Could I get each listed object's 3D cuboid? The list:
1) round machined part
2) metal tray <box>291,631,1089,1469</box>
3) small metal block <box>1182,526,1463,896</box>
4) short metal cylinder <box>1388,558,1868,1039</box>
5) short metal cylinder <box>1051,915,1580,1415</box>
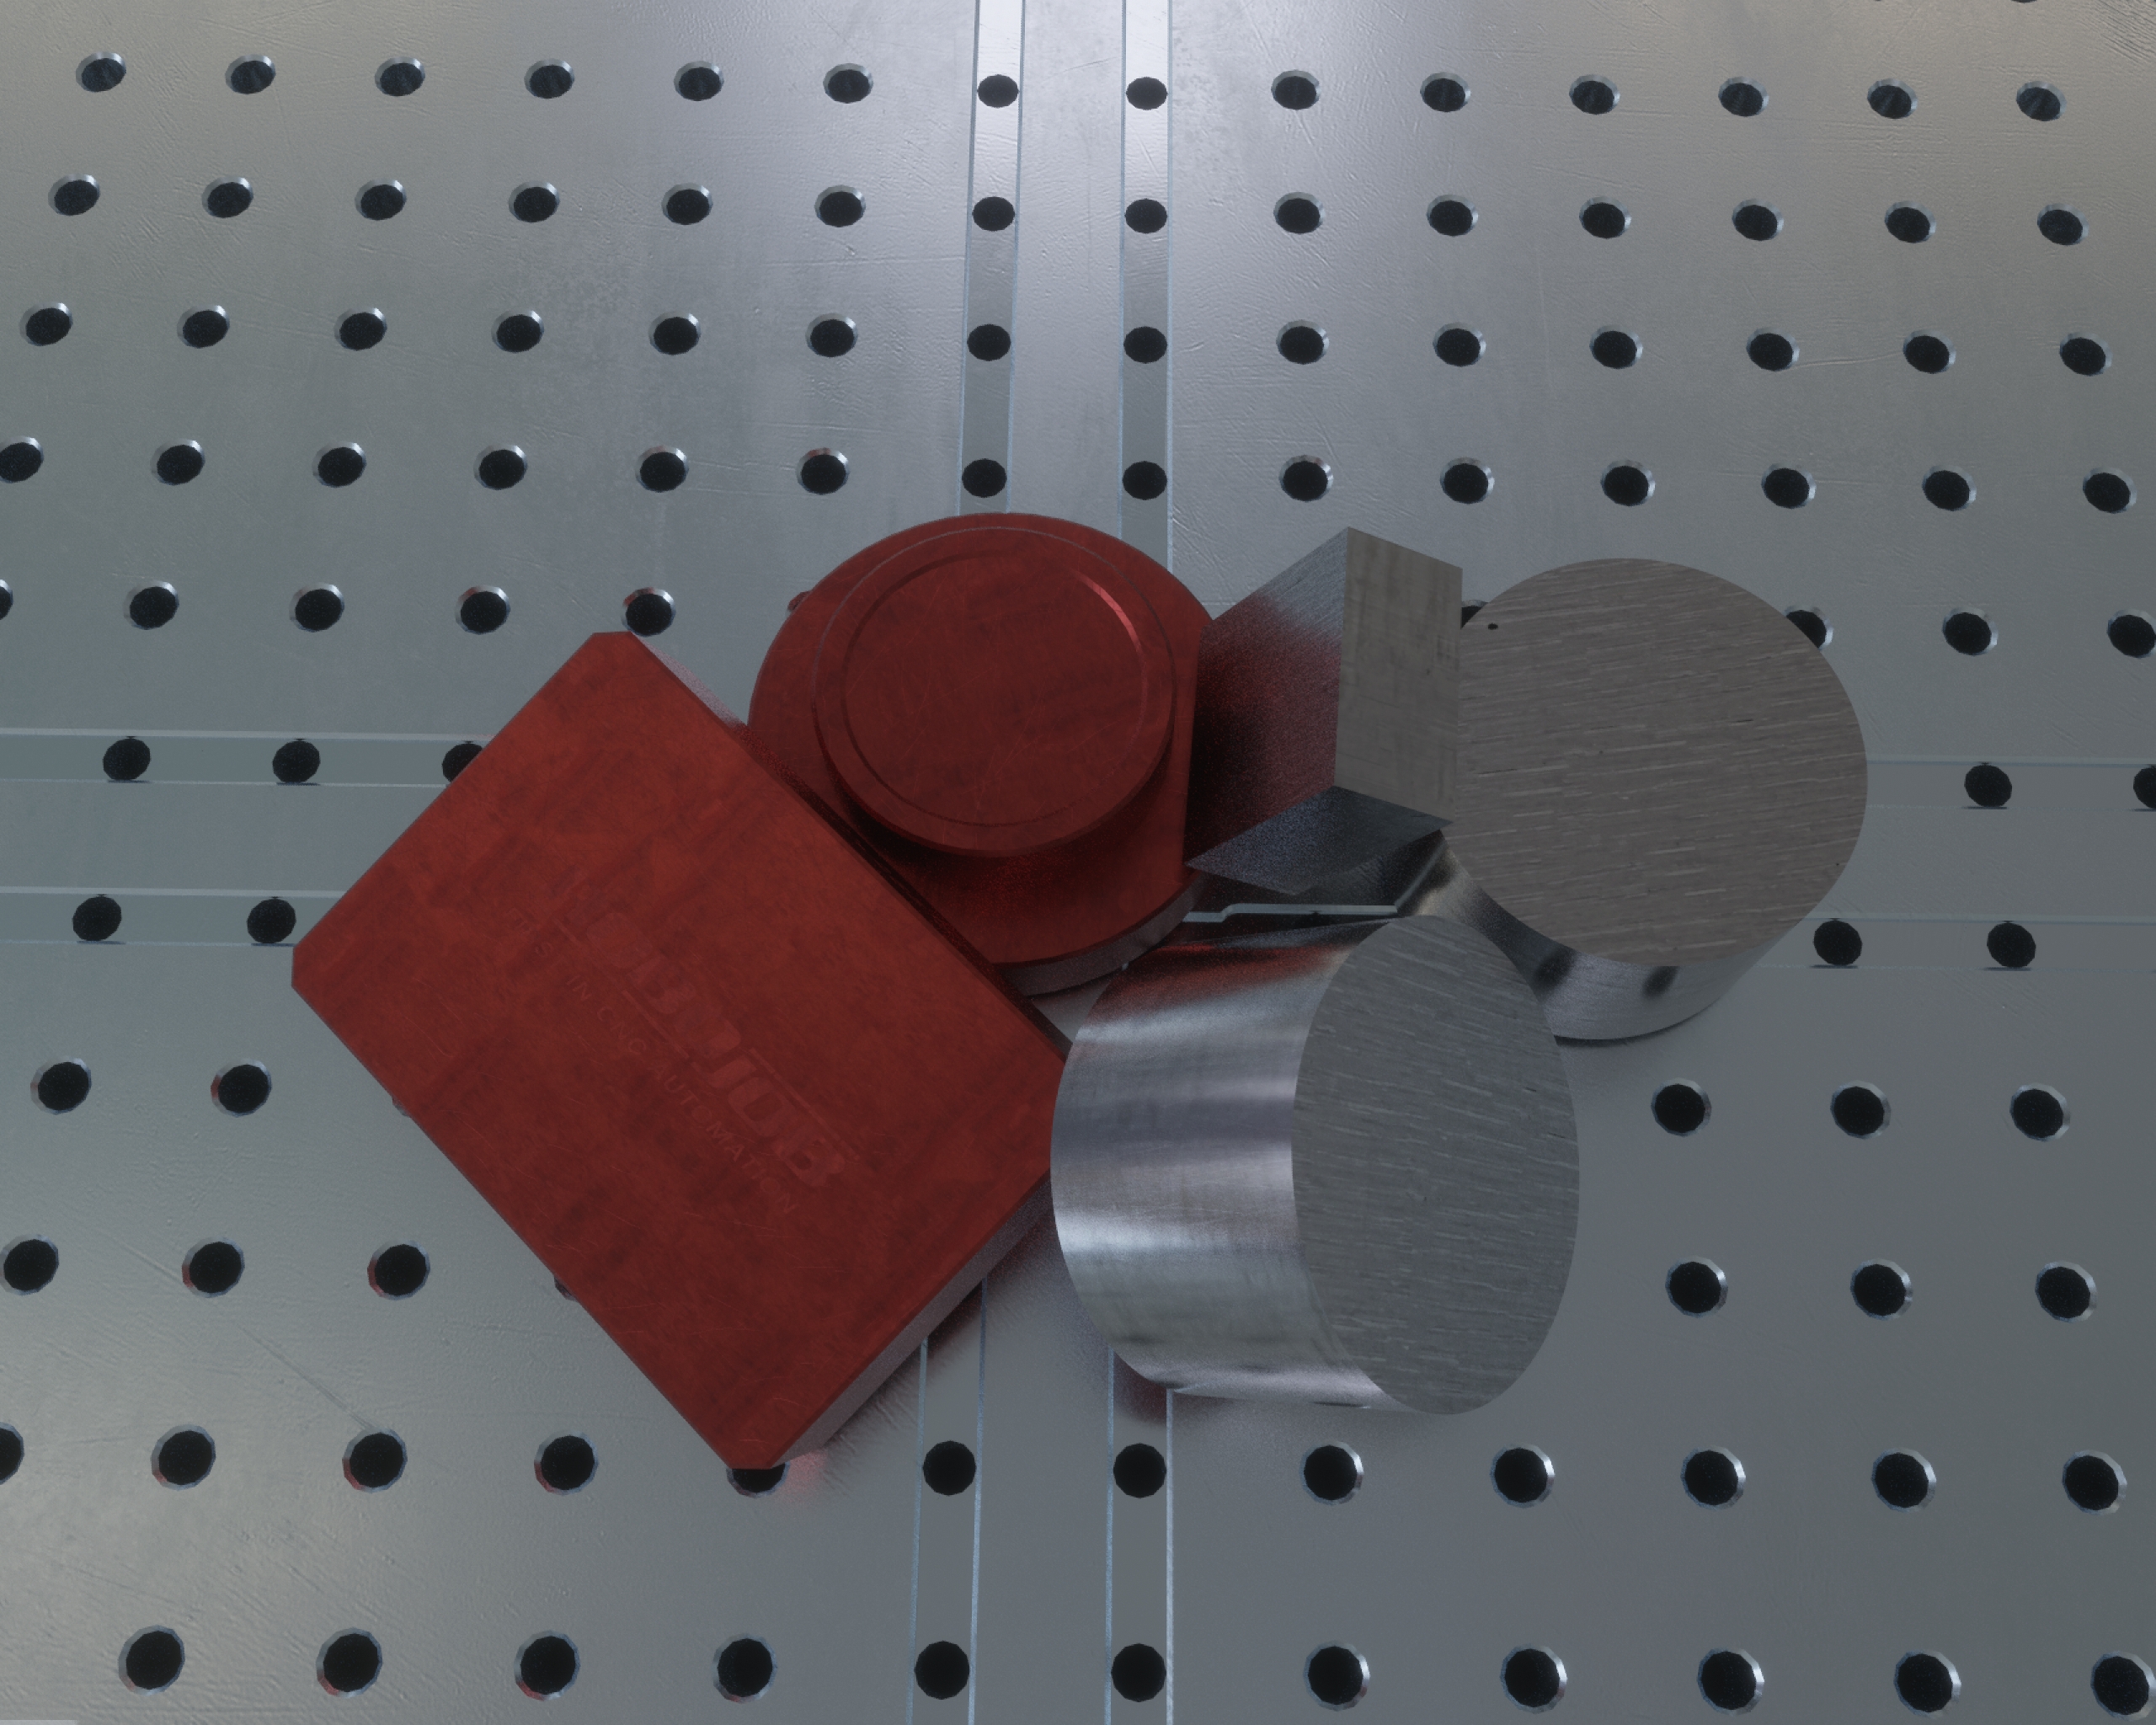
[{"bbox_3d":[-0.016,-0.026,0.408,0.099,0.042,0.098,0,70,0],"label":"round machined part"},{"bbox_3d":[-0.068,0.032,0.381,0.130,0.030,0.090,44,91,13],"label":"metal tray"},{"bbox_3d":[0.045,-0.026,0.385,0.025,0.050,0.050,16,67,-24],"label":"small metal block"},{"bbox_3d":[0.102,-0.011,0.400,0.081,0.050,0.080,0,70,0],"label":"short metal cylinder"},{"bbox_3d":[0.042,0.051,0.354,0.050,0.080,0.080,-9,63,43],"label":"short metal cylinder"}]
